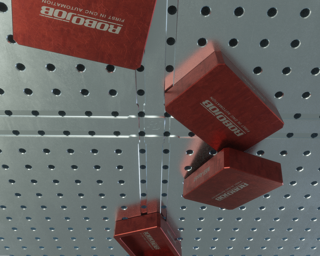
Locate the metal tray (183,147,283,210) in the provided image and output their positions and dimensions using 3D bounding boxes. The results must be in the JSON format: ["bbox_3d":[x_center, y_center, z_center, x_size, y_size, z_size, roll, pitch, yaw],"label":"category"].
[{"bbox_3d":[0.101,0.079,0.454,0.091,0.030,0.129,17,145,-15],"label":"metal tray"}]

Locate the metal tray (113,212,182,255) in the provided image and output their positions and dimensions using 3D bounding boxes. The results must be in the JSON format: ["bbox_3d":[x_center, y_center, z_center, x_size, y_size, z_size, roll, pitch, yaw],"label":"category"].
[{"bbox_3d":[-0.020,0.217,0.592,0.090,0.030,0.130,-16,129,13],"label":"metal tray"}]

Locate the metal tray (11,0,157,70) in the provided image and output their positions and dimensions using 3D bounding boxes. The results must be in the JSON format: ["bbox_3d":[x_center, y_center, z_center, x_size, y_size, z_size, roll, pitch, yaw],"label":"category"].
[{"bbox_3d":[-0.075,-0.116,0.309,0.131,0.030,0.089,11,129,-10],"label":"metal tray"}]

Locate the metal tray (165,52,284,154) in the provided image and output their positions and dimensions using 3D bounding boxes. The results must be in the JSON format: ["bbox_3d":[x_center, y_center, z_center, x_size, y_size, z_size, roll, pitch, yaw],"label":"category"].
[{"bbox_3d":[0.081,-0.022,0.391,0.130,0.030,0.090,37,121,-28],"label":"metal tray"}]
